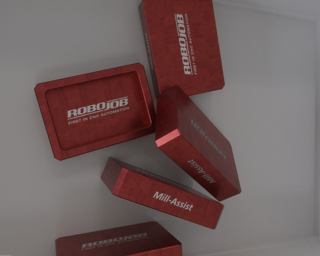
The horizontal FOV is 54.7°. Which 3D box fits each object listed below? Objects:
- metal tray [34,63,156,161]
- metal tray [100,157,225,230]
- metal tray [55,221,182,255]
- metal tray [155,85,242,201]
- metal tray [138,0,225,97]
[{"bbox_3d":[-0.074,-0.022,0.380,0.131,0.030,0.089,-16,96,-19],"label":"metal tray"},{"bbox_3d":[0.000,0.077,0.375,0.131,0.090,0.030,24,85,-19],"label":"metal tray"},{"bbox_3d":[-0.050,0.145,0.357,0.131,0.090,0.030,-4,92,-20],"label":"metal tray"},{"bbox_3d":[0.047,0.020,0.378,0.030,0.090,0.130,-31,124,25],"label":"metal tray"},{"bbox_3d":[0.029,-0.107,0.407,0.091,0.030,0.129,-13,100,-13],"label":"metal tray"}]
